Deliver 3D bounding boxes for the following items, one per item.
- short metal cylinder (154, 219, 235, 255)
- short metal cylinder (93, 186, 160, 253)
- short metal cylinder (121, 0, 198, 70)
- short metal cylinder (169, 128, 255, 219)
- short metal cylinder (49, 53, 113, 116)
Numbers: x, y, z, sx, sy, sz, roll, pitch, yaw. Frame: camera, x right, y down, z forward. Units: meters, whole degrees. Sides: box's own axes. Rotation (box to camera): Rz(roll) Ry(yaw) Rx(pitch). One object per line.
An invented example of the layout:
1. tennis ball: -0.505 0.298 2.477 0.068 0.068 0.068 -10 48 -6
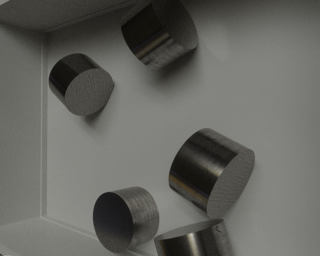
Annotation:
1. short metal cylinder: 0.038 0.136 0.339 0.080 0.081 0.050 -25 74 37
2. short metal cylinder: -0.048 0.125 0.430 0.080 0.050 0.080 0 90 40
3. short metal cylinder: 0.001 -0.117 0.371 0.050 0.081 0.080 -27 73 37
4. short metal cylinder: 0.055 0.047 0.326 0.050 0.081 0.079 31 109 36
5. short metal cylinder: -0.119 -0.065 0.469 0.050 0.081 0.080 41 115 32
